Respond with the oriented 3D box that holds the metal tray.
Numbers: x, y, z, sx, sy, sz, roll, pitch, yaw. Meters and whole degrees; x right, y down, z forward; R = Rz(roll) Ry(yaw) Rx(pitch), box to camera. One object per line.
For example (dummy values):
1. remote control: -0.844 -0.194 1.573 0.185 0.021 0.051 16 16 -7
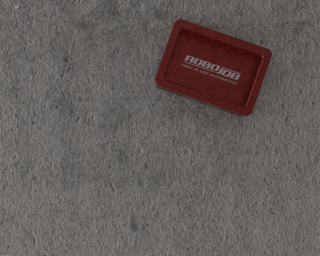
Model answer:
1. metal tray: 0.068 -0.077 0.407 0.131 0.030 0.090 19 90 0
